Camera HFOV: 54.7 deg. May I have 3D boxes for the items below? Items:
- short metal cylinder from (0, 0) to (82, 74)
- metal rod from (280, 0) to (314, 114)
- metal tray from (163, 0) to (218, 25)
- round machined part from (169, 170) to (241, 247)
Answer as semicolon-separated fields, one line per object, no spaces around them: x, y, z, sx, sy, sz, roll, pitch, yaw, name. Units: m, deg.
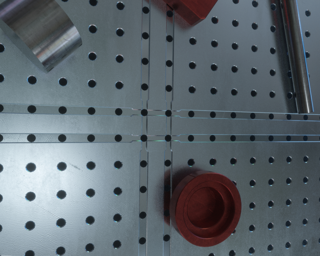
-0.132;-0.106;0.335;0.050;0.080;0.080;-45;104;-14;short metal cylinder
0.207;-0.171;0.488;0.025;0.025;0.298;-12;94;-20;metal rod
0.054;-0.222;0.429;0.090;0.030;0.130;37;78;-16;metal tray
0.058;0.107;0.425;0.099;0.042;0.097;0;90;-20;round machined part
